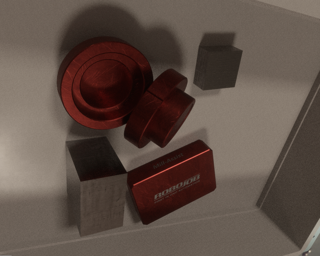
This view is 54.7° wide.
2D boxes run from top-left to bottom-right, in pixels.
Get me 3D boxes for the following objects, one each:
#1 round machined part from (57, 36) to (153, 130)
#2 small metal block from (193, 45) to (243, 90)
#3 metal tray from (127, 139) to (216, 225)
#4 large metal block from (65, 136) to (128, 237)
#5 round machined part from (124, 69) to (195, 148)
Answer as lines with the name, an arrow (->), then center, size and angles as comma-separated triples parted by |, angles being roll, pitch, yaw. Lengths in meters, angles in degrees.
round machined part -> -0.061, -0.050, 0.334 | 0.099, 0.042, 0.097 | -14, 125, -21
small metal block -> 0.075, -0.079, 0.403 | 0.050, 0.025, 0.050 | -9, 122, -24
metal tray -> 0.020, 0.082, 0.469 | 0.131, 0.030, 0.089 | -23, 127, -15
large metal block -> -0.079, 0.067, 0.372 | 0.050, 0.080, 0.079 | -7, 122, -25
round machined part -> 0.005, -0.016, 0.357 | 0.098, 0.042, 0.098 | -54, 171, -12
